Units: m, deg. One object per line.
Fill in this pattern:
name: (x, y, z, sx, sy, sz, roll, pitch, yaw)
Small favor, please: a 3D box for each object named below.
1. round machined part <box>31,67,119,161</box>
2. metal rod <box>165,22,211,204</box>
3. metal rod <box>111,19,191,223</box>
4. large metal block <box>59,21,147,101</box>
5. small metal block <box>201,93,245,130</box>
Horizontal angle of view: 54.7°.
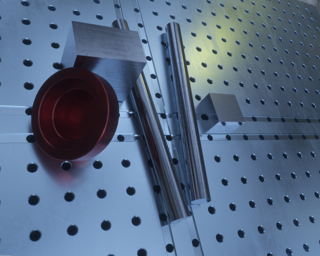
round machined part: (-0.087, -0.013, 0.336, 0.098, 0.098, 0.042, 63, 17, 17)
metal rod: (0.036, -0.040, 0.453, 0.025, 0.025, 0.299, 8, 58, -25)
metal rod: (-0.019, -0.026, 0.414, 0.025, 0.025, 0.299, -4, 64, -30)
large metal block: (-0.073, -0.077, 0.381, 0.081, 0.080, 0.050, 0, 60, -29)
small metal block: (0.097, -0.025, 0.478, 0.050, 0.025, 0.050, 0, 62, -28)
